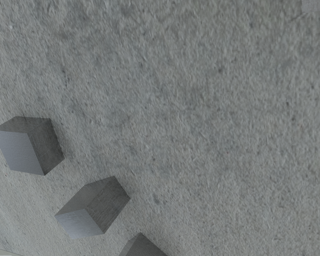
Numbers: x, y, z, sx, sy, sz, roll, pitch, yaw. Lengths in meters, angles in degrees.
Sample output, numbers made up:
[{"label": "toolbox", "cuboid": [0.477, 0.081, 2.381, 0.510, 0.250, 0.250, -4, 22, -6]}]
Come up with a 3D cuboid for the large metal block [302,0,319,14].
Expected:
[{"label": "large metal block", "cuboid": [0.129, -0.134, 0.220, 0.050, 0.080, 0.080, 0, 118, 28]}]

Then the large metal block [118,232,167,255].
[{"label": "large metal block", "cuboid": [-0.035, 0.247, 0.540, 0.080, 0.080, 0.050, 42, 129, -1]}]

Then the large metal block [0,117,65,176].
[{"label": "large metal block", "cuboid": [-0.220, 0.029, 0.521, 0.080, 0.050, 0.079, 4, 120, 26]}]

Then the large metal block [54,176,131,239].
[{"label": "large metal block", "cuboid": [-0.109, 0.130, 0.507, 0.080, 0.080, 0.050, -22, 107, 36]}]
